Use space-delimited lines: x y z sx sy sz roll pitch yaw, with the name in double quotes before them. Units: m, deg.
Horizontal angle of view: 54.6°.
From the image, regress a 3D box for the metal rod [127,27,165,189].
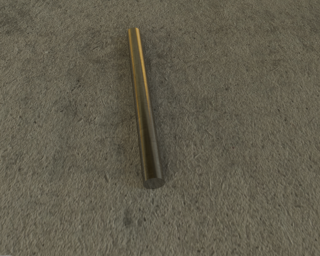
"metal rod" -0.026 -0.051 0.445 0.025 0.025 0.300 -6 50 -5
